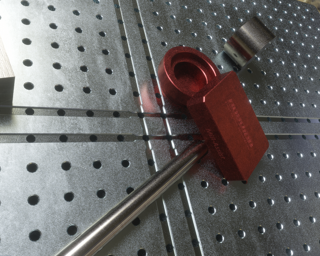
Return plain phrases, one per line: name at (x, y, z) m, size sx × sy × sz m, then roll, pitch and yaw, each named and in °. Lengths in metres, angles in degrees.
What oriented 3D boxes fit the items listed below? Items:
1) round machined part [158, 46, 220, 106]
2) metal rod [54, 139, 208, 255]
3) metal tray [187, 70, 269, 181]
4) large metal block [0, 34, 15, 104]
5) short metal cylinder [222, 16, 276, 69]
round machined part at (0.041, -0.072, 0.465) m, size 0.099 × 0.042 × 0.098 m, roll 14°, pitch 56°, yaw -21°
metal rod at (-0.042, 0.094, 0.329) m, size 0.302 × 0.025 × 0.025 m, roll -35°, pitch 82°, yaw -39°
metal tray at (0.099, -0.003, 0.431) m, size 0.090 × 0.030 × 0.130 m, roll -42°, pitch 109°, yaw -39°
large metal block at (-0.206, -0.067, 0.322) m, size 0.081 × 0.050 × 0.080 m, roll -14°, pitch 69°, yaw -34°
short metal cylinder at (0.159, -0.151, 0.553) m, size 0.050 × 0.080 × 0.080 m, roll 48°, pitch 51°, yaw 5°
